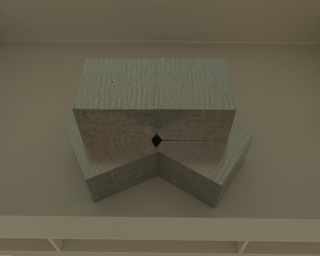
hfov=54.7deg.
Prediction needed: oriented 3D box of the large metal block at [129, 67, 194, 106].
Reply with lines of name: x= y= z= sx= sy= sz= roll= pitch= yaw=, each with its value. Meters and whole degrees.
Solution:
large metal block: x=0.003 y=-0.042 z=0.422 sx=0.080 sy=0.050 sz=0.080 roll=1 pitch=50 yaw=1

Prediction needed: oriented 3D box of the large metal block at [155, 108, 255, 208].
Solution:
large metal block: x=0.051 y=0.031 z=0.360 sx=0.080 sy=0.050 sz=0.080 roll=27 pitch=55 yaw=21

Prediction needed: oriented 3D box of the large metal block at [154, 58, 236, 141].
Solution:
large metal block: x=0.035 y=-0.033 z=0.348 sx=0.080 sy=0.050 sz=0.080 roll=1 pitch=50 yaw=0

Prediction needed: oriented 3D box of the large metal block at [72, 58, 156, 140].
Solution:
large metal block: x=-0.046 y=-0.033 z=0.349 sx=0.080 sy=0.050 sz=0.080 roll=1 pitch=50 yaw=0

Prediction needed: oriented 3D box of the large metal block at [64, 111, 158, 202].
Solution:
large metal block: x=-0.056 y=0.027 z=0.364 sx=0.081 sy=0.050 sz=0.080 roll=-21 pitch=53 yaw=-17
